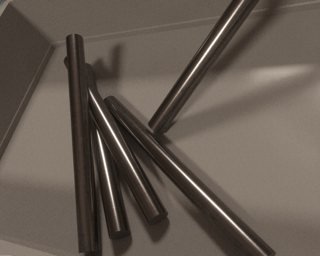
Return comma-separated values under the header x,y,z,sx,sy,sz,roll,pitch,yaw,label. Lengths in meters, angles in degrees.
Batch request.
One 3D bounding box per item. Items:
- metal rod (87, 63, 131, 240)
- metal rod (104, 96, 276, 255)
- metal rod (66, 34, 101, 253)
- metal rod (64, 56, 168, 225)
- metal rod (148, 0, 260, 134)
x,y,z,sx,sy,sz,roll,pitch,yaw,label
-0.087,0.010,0.443,0.025,0.025,0.299,-28,52,10,metal rod
0.010,0.042,0.373,0.025,0.025,0.300,-45,51,-3,metal rod
-0.105,0.005,0.411,0.025,0.025,0.299,-17,69,18,metal rod
-0.073,-0.004,0.423,0.025,0.025,0.300,-36,58,4,metal rod
0.075,-0.114,0.357,0.298,0.025,0.025,-55,48,21,metal rod
